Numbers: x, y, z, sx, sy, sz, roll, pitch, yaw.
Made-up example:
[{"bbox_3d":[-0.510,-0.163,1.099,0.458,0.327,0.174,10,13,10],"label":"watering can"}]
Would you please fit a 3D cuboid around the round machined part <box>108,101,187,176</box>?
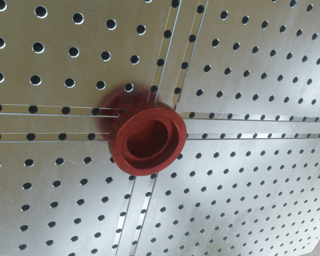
[{"bbox_3d":[-0.019,0.010,0.395,0.099,0.042,0.097,-14,124,-21],"label":"round machined part"}]
